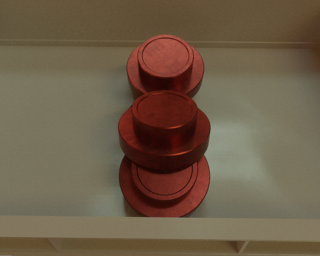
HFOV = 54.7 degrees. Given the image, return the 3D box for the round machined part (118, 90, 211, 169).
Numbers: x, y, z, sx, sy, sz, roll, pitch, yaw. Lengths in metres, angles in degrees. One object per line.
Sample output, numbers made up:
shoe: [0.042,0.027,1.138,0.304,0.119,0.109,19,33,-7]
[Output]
round machined part: [0.005,-0.005,0.330,0.099,0.042,0.098,0,39,0]

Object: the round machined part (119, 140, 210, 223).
round machined part: [0.005,0.049,0.333,0.099,0.042,0.098,0,65,0]

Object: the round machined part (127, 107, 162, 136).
round machined part: [0.003,-0.013,0.403,0.099,0.042,0.098,0,49,0]

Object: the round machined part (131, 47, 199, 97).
round machined part: [0.007,-0.086,0.450,0.099,0.042,0.098,0,34,0]

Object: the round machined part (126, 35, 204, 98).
round machined part: [0.007,-0.078,0.391,0.099,0.042,0.098,0,62,0]
